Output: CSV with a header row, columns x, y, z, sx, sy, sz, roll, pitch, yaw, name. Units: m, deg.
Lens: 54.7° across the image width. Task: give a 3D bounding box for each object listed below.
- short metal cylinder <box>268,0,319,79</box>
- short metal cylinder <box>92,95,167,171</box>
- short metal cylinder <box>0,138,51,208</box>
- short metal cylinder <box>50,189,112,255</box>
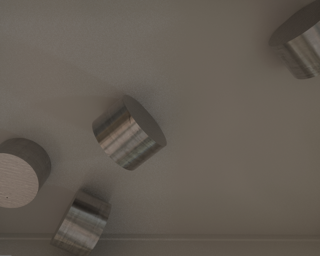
x,y,z,sx,sy,sz,roll,pitch,yaw,name
0.172,-0.101,0.347,0.080,0.080,0.050,-41,105,13,short metal cylinder
-0.037,0.006,0.384,0.050,0.080,0.080,-39,106,13,short metal cylinder
-0.195,0.059,0.417,0.081,0.050,0.079,0,110,-1,short metal cylinder
-0.109,0.132,0.429,0.050,0.080,0.080,29,107,-11,short metal cylinder
